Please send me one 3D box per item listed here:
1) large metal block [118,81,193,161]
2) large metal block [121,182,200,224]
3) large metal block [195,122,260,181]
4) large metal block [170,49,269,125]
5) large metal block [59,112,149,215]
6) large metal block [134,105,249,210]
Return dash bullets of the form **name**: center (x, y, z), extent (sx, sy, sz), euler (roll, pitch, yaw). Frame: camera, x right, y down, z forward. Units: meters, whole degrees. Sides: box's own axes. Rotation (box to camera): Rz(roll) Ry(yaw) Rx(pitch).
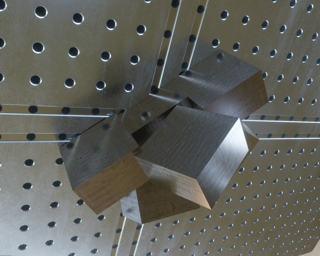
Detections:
- **large metal block**: center (0.004, 0.001, 0.399), extent (0.080, 0.050, 0.080), euler (-34, 129, -6)
- **large metal block**: center (-0.005, 0.088, 0.418), extent (0.081, 0.080, 0.050), euler (-9, 86, -24)
- **large metal block**: center (0.088, 0.027, 0.431), extent (0.050, 0.080, 0.080), euler (33, 103, 4)
- **large metal block**: center (0.072, -0.045, 0.386), extent (0.080, 0.080, 0.050), euler (-34, 129, -6)
- **large metal block**: center (-0.062, 0.039, 0.363), extent (0.080, 0.080, 0.050), euler (-33, 129, -7)
- **large metal block**: center (0.035, 0.027, 0.329), extent (0.080, 0.080, 0.050), euler (-50, 134, -26)
